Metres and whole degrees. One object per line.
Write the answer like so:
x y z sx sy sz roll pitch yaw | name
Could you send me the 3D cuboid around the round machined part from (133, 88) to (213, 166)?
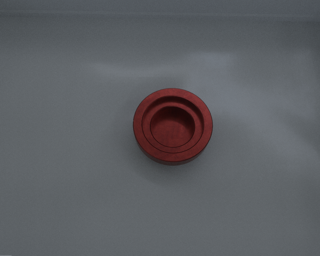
0.016 0.001 0.400 0.099 0.042 0.098 0 70 -1 | round machined part
